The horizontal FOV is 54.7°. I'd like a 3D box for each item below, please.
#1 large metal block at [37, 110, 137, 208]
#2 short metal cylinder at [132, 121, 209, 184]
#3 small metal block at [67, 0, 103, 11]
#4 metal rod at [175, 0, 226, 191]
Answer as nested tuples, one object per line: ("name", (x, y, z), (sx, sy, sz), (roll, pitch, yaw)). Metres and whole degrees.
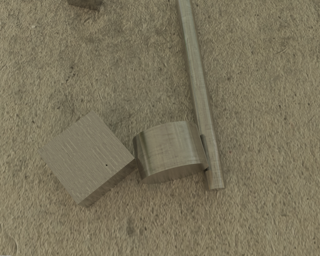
("large metal block", (-0.085, 0.039, 0.380), (0.080, 0.050, 0.080), (-39, 75, -13))
("short metal cylinder", (0.012, 0.031, 0.368), (0.081, 0.080, 0.050), (-13, 71, -5))
("small metal block", (-0.114, -0.216, 0.486), (0.050, 0.025, 0.050), (14, 71, 5))
("metal rod", (0.052, -0.064, 0.431), (0.025, 0.025, 0.299), (-6, 70, -2))
